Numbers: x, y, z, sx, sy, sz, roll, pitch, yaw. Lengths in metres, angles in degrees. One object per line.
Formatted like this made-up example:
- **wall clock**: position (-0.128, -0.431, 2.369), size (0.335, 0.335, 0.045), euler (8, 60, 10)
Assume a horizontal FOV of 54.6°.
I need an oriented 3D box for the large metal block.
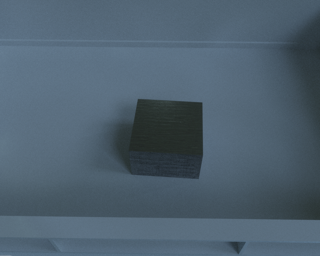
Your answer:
- **large metal block**: position (0.009, 0.012, 0.379), size (0.080, 0.050, 0.080), euler (3, 50, 3)
